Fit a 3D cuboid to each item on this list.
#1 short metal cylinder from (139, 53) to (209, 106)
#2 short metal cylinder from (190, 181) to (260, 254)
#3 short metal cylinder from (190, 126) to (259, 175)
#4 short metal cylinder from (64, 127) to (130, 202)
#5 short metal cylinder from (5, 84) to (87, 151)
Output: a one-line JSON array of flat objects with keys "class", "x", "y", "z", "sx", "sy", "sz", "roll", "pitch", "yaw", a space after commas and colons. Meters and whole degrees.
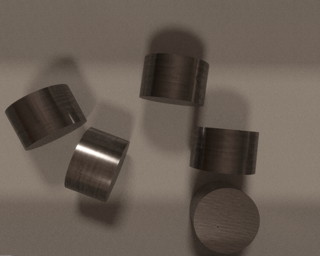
[{"class": "short metal cylinder", "x": 0.018, "y": -0.057, "z": 0.384, "sx": 0.081, "sy": 0.080, "sz": 0.050, "roll": 8, "pitch": 90, "yaw": -1}, {"class": "short metal cylinder", "x": 0.081, "y": 0.112, "z": 0.400, "sx": 0.081, "sy": 0.050, "sz": 0.079, "roll": 0, "pitch": 90, "yaw": -1}, {"class": "short metal cylinder", "x": 0.079, "y": 0.026, "z": 0.385, "sx": 0.081, "sy": 0.080, "sz": 0.050, "roll": 5, "pitch": 90, "yaw": -1}, {"class": "short metal cylinder", "x": -0.076, "y": 0.045, "z": 0.383, "sx": 0.050, "sy": 0.080, "sz": 0.080, "roll": 21, "pitch": 90, "yaw": -1}, {"class": "short metal cylinder", "x": -0.139, "y": -0.013, "z": 0.382, "sx": 0.080, "sy": 0.080, "sz": 0.050, "roll": -28, "pitch": 90, "yaw": 0}]
